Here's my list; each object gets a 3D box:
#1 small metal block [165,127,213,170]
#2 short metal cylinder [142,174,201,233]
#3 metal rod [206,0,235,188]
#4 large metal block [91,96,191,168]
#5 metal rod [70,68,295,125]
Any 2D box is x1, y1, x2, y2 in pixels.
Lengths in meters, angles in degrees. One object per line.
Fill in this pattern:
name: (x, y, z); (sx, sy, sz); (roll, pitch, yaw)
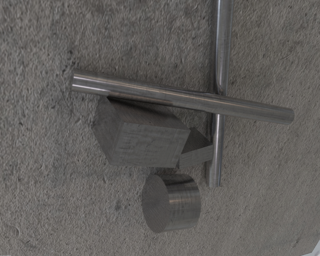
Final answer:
small metal block: (0.038, 0.027, 0.428); (0.050, 0.050, 0.025); (-15, 125, -20)
short metal cylinder: (0.014, 0.107, 0.445); (0.050, 0.080, 0.079); (3, 117, -30)
metal rod: (0.080, -0.035, 0.428); (0.025, 0.025, 0.298); (-17, 125, -19)
large metal block: (-0.025, 0.001, 0.358); (0.081, 0.080, 0.050); (7, 115, -32)
metal rod: (0.045, -0.034, 0.385); (0.302, 0.025, 0.025); (7, 115, -23)
